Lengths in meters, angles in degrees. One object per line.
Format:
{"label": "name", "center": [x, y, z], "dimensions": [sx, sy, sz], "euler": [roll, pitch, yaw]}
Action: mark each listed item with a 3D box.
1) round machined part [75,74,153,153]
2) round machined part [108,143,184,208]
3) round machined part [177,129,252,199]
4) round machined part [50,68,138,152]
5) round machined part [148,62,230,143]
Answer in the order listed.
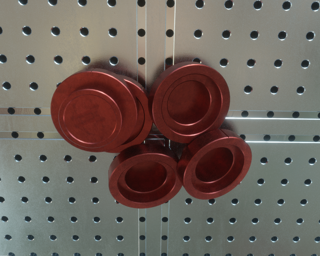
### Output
{"label": "round machined part", "center": [-0.057, -0.021, 0.395], "dimensions": [0.099, 0.042, 0.097], "euler": [0, 110, -1]}
{"label": "round machined part", "center": [-0.020, 0.059, 0.416], "dimensions": [0.099, 0.042, 0.097], "euler": [-6, 125, -8]}
{"label": "round machined part", "center": [0.067, 0.043, 0.409], "dimensions": [0.099, 0.042, 0.097], "euler": [-11, 123, -18]}
{"label": "round machined part", "center": [-0.075, -0.016, 0.352], "dimensions": [0.099, 0.042, 0.097], "euler": [0, 110, -1]}
{"label": "round machined part", "center": [0.033, -0.034, 0.383], "dimensions": [0.099, 0.042, 0.097], "euler": [-6, 112, -16]}
